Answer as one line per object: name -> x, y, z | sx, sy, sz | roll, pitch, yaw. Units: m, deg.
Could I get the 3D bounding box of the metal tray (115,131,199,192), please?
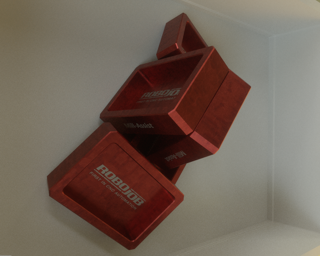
metal tray -> 0.008, 0.007, 0.409 | 0.090, 0.030, 0.130 | 47, 62, -30

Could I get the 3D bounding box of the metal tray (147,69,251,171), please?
metal tray -> 0.039, -0.003, 0.355 | 0.030, 0.130, 0.090 | 37, 65, -9

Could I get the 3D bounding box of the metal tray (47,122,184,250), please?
metal tray -> -0.044, 0.068, 0.343 | 0.090, 0.030, 0.130 | -45, 120, -4

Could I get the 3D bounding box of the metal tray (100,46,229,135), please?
metal tray -> 0.000, -0.037, 0.336 | 0.030, 0.130, 0.090 | 48, 62, -29

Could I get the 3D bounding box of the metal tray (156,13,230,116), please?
metal tray -> 0.052, -0.081, 0.424 | 0.130, 0.030, 0.090 | 46, 37, -30
